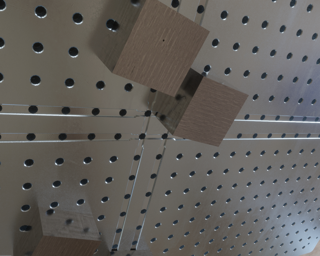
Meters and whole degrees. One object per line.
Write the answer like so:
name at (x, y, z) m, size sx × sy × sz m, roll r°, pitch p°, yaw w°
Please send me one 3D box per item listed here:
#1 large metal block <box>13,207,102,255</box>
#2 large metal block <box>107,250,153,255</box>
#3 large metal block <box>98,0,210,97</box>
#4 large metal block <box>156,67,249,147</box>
large metal block at (-0.139, 0.160, 0.417) m, size 0.080 × 0.050 × 0.080 m, roll 22°, pitch 106°, yaw -36°
large metal block at (-0.056, 0.255, 0.521) m, size 0.081 × 0.050 × 0.080 m, roll 14°, pitch 111°, yaw -34°
large metal block at (-0.007, -0.090, 0.335) m, size 0.080 × 0.050 × 0.080 m, roll 17°, pitch 109°, yaw -35°
large metal block at (0.054, -0.028, 0.406) m, size 0.081 × 0.050 × 0.080 m, roll 15°, pitch 111°, yaw -34°
